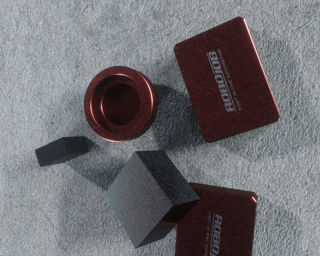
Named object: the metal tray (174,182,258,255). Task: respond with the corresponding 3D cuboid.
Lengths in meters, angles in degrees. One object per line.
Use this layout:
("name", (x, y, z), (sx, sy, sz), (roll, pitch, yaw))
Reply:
("metal tray", (0.067, 0.139, 0.382), (0.090, 0.030, 0.129), (6, 92, 19))

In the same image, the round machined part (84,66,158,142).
("round machined part", (-0.048, -0.031, 0.416), (0.098, 0.042, 0.097), (0, 90, 19))

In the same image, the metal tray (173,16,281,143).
("metal tray", (0.080, -0.056, 0.378), (0.090, 0.030, 0.129), (-20, 84, 18))

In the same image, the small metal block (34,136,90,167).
("small metal block", (-0.139, 0.033, 0.443), (0.050, 0.050, 0.025), (-23, 83, 18))

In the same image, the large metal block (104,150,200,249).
("large metal block", (-0.012, 0.084, 0.379), (0.080, 0.050, 0.080), (52, 120, 30))
